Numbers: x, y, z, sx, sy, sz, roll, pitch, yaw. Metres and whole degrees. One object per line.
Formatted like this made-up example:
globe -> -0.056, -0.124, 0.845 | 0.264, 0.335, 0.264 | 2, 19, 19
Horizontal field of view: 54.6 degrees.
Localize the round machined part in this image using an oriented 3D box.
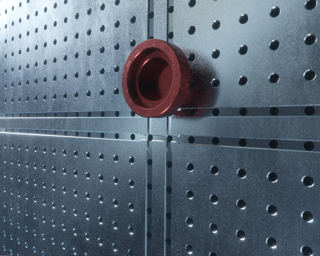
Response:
round machined part -> 0.000, -0.061, 0.400 | 0.098, 0.042, 0.097 | 0, 90, 40
